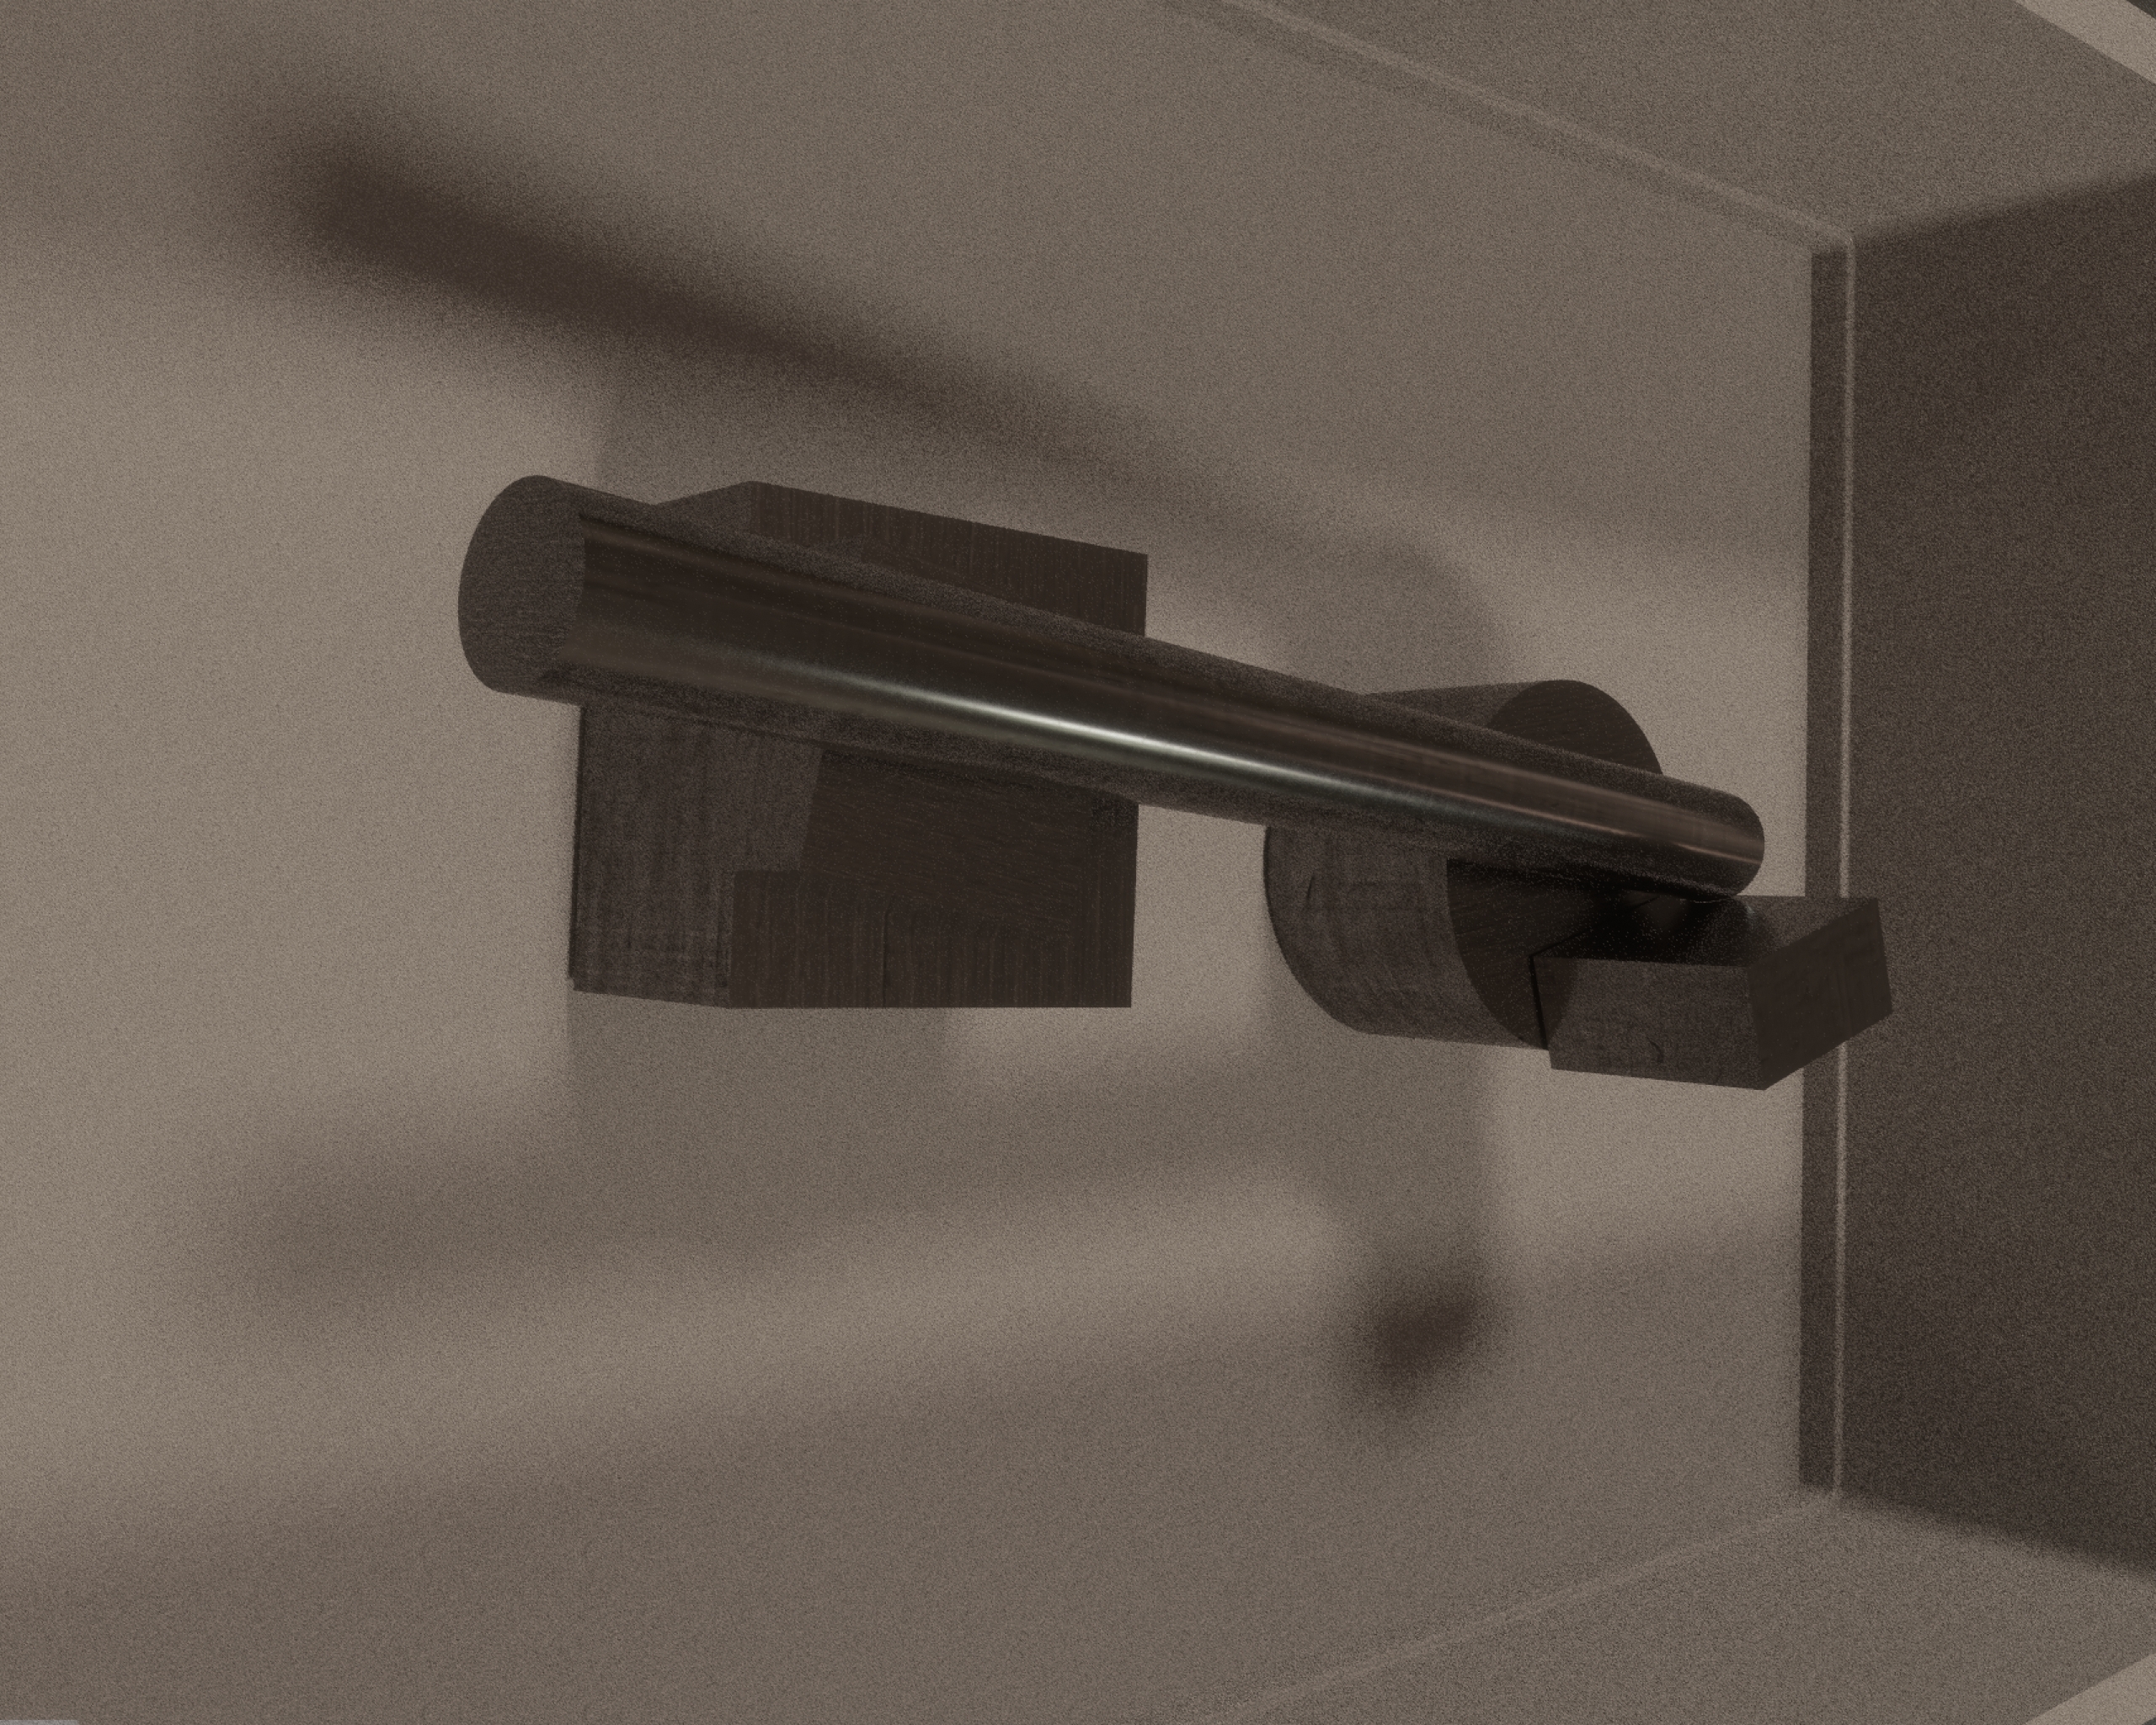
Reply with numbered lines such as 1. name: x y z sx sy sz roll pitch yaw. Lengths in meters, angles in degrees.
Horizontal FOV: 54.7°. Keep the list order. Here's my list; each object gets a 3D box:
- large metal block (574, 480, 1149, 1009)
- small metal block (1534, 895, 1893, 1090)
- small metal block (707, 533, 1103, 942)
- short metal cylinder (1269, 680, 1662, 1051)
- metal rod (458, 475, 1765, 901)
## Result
1. large metal block: -0.036 -0.016 0.358 0.081 0.050 0.080 3 88 -40
2. small metal block: 0.133 0.026 0.436 0.050 0.050 0.025 -19 102 -39
3. small metal block: -0.024 -0.017 0.321 0.050 0.025 0.050 17 79 -39
4. short metal cylinder: 0.089 0.000 0.465 0.081 0.050 0.079 0 90 -40
5. metal rod: 0.038 -0.017 0.347 0.302 0.025 0.025 8 85 -48
